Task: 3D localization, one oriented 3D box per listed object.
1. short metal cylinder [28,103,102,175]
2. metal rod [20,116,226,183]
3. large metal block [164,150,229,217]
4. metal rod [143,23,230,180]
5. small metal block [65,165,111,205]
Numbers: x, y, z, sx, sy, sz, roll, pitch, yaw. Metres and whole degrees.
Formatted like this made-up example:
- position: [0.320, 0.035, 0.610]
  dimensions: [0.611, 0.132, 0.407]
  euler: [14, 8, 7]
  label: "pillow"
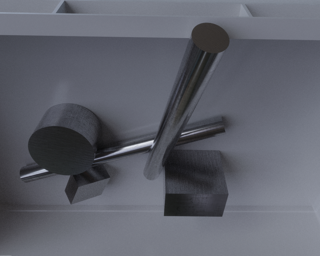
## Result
- position: [-0.120, 0.015, 0.400]
  dimensions: [0.081, 0.050, 0.079]
  euler: [1, 126, 1]
  label: "short metal cylinder"
- position: [-0.059, 0.033, 0.436]
  dimensions: [0.301, 0.025, 0.025]
  euler: [-15, 129, 11]
  label: "metal rod"
- position: [0.046, 0.077, 0.439]
  dimensions: [0.081, 0.080, 0.050]
  euler: [1, 130, -2]
  label: "large metal block"
- position: [0.010, 0.004, 0.332]
  dimensions: [0.025, 0.025, 0.299]
  euler: [7, 154, -6]
  label: "metal rod"
- position: [-0.108, 0.084, 0.461]
  dimensions: [0.050, 0.025, 0.050]
  euler: [-12, 146, -38]
  label: "small metal block"
